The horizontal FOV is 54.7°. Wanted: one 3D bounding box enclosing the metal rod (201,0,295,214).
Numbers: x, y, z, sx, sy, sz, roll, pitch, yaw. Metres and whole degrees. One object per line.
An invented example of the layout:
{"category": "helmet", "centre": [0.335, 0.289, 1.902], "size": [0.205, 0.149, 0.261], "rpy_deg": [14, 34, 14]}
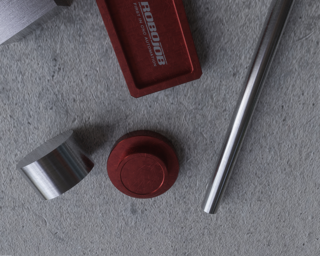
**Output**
{"category": "metal rod", "centre": [0.108, -0.017, 0.404], "size": [0.025, 0.025, 0.298], "rpy_deg": [13, 110, -5]}

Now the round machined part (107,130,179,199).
{"category": "round machined part", "centre": [-0.023, 0.055, 0.421], "size": [0.099, 0.042, 0.097], "rpy_deg": [0, 110, -1]}

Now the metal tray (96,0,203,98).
{"category": "metal tray", "centre": [-0.011, -0.110, 0.366], "size": [0.090, 0.030, 0.129], "rpy_deg": [-17, 110, 5]}

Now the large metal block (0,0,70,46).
{"category": "large metal block", "centre": [-0.162, -0.148, 0.339], "size": [0.080, 0.050, 0.080], "rpy_deg": [-30, 108, 10]}

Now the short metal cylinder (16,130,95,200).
{"category": "short metal cylinder", "centre": [-0.132, 0.046, 0.396], "size": [0.080, 0.080, 0.050], "rpy_deg": [-27, 108, 9]}
